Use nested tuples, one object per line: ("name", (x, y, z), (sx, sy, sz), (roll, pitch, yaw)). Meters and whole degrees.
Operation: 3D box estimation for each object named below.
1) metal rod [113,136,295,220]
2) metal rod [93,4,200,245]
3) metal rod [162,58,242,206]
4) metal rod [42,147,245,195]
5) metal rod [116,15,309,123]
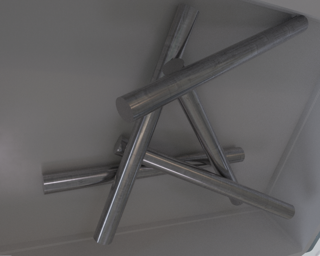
("metal rod", (0.076, 0.078, 0.445), (0.302, 0.025, 0.025), (23, 106, -20))
("metal rod", (-0.020, 0.004, 0.370), (0.025, 0.025, 0.298), (14, 102, -34))
("metal rod", (0.073, 0.028, 0.427), (0.025, 0.025, 0.299), (-36, 133, -4))
("metal rod", (-0.005, 0.056, 0.439), (0.303, 0.025, 0.025), (-5, 121, -26))
("metal rod", (0.081, -0.079, 0.347), (0.302, 0.025, 0.025), (-30, 131, -32))
